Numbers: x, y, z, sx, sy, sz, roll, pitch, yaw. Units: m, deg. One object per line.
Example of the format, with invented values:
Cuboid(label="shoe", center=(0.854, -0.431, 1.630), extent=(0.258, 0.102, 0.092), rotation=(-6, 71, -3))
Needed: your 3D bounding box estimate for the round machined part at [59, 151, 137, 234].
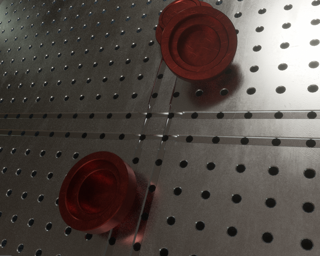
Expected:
Cuboid(label="round machined part", center=(-0.072, 0.081, 0.384), extent=(0.098, 0.042, 0.098), rotation=(-13, 56, 20))

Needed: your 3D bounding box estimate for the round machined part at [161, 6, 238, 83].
Cuboid(label="round machined part", center=(0.053, -0.108, 0.417), extent=(0.098, 0.042, 0.097), rotation=(0, 87, 10))

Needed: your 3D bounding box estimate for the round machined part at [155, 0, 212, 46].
Cuboid(label="round machined part", center=(0.037, -0.161, 0.475), extent=(0.098, 0.042, 0.098), rotation=(-13, 56, 20))
